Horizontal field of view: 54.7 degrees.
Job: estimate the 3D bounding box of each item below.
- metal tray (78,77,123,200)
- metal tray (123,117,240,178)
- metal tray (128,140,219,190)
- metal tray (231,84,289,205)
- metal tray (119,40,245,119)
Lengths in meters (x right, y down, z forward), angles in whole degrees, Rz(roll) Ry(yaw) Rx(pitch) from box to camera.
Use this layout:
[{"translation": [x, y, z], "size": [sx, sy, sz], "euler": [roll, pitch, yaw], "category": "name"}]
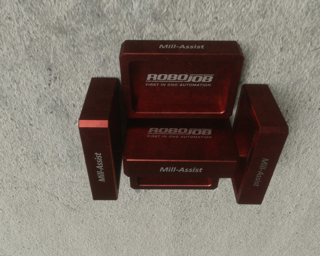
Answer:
[{"translation": [-0.067, 0.015, 0.378], "size": [0.030, 0.090, 0.129], "euler": [1, 131, -1], "category": "metal tray"}, {"translation": [0.024, 0.017, 0.383], "size": [0.131, 0.090, 0.030], "euler": [1, 131, -1], "category": "metal tray"}, {"translation": [0.021, 0.049, 0.449], "size": [0.131, 0.030, 0.089], "euler": [0, 129, -1], "category": "metal tray"}, {"translation": [0.114, 0.022, 0.385], "size": [0.030, 0.090, 0.129], "euler": [1, 130, -1], "category": "metal tray"}, {"translation": [0.023, -0.054, 0.360], "size": [0.131, 0.030, 0.089], "euler": [0, 133, -1], "category": "metal tray"}]
